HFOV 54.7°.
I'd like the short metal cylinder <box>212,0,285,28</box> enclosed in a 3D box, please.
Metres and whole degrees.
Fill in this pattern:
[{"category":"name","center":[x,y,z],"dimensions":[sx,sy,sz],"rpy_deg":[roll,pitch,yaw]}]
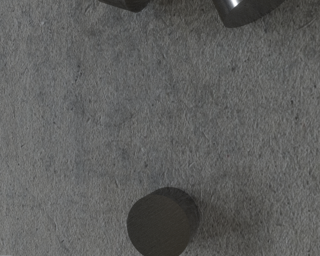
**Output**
[{"category":"short metal cylinder","center":[0.098,-0.156,0.345],"dimensions":[0.080,0.080,0.050],"rpy_deg":[-25,82,18]}]

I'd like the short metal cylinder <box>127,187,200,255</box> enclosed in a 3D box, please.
[{"category":"short metal cylinder","center":[0.005,0.119,0.394],"dimensions":[0.080,0.050,0.080],"rpy_deg":[0,90,20]}]

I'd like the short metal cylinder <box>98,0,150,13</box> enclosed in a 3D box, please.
[{"category":"short metal cylinder","center":[-0.045,-0.195,0.396],"dimensions":[0.050,0.080,0.080],"rpy_deg":[24,98,18]}]
